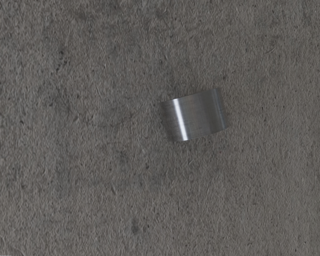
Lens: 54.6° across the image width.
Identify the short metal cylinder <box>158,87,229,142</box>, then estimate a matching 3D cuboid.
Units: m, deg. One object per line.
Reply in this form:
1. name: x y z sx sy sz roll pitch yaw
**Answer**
1. short metal cylinder: 0.043 -0.018 0.395 0.081 0.080 0.050 -16 96 -19
